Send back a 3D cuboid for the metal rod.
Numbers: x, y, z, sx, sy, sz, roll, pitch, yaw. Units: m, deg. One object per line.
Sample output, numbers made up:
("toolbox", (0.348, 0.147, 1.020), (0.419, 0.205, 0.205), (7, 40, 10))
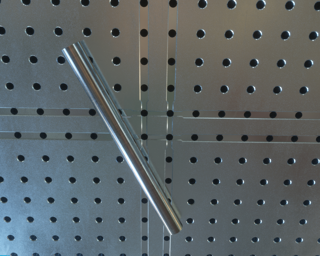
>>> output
("metal rod", (-0.043, 0.026, 0.422), (0.025, 0.025, 0.299), (-25, 108, 9))
